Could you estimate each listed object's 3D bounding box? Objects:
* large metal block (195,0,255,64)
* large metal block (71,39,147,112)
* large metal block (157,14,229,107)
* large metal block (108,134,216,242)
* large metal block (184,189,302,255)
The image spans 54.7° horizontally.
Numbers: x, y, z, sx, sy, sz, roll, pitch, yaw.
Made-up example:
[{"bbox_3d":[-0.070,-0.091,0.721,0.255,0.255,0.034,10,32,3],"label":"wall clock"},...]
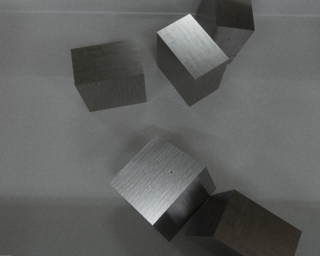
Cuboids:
[{"bbox_3d":[0.086,-0.147,0.430,0.050,0.080,0.080,4,70,-10],"label":"large metal block"},{"bbox_3d":[-0.063,-0.066,0.404,0.081,0.080,0.050,-10,71,-4],"label":"large metal block"},{"bbox_3d":[0.039,-0.087,0.412,0.050,0.080,0.080,-33,74,-11],"label":"large metal block"},{"bbox_3d":[0.003,0.066,0.355,0.080,0.050,0.080,-45,48,-15],"label":"large metal block"},{"bbox_3d":[0.084,0.112,0.329,0.080,0.080,0.050,32,67,-3],"label":"large metal block"}]
